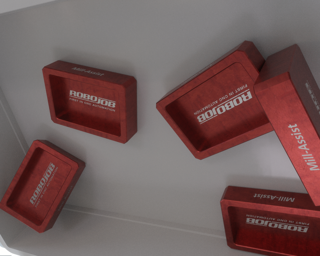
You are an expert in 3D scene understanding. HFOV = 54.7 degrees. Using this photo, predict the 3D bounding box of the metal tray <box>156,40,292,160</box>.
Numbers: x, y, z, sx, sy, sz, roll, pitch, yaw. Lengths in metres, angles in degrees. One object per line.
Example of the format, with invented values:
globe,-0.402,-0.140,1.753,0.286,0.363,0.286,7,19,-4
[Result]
metal tray,0.068,-0.024,0.347,0.130,0.030,0.090,-30,102,43

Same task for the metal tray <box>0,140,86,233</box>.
metal tray,-0.196,0.096,0.519,0.090,0.030,0.130,28,90,9

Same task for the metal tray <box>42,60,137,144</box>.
metal tray,-0.097,-0.037,0.433,0.130,0.030,0.089,15,125,19

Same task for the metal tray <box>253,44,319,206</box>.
metal tray,0.137,-0.005,0.290,0.030,0.090,0.130,-23,106,36

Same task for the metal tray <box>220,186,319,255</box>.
metal tray,0.151,0.126,0.403,0.130,0.030,0.089,1,119,27
